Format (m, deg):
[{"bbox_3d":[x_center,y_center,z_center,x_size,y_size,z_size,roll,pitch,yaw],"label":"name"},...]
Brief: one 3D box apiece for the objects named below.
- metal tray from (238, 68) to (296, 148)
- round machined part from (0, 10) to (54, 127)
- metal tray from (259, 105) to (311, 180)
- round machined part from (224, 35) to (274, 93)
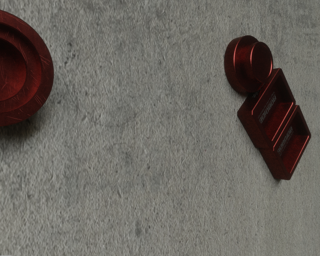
[{"bbox_3d":[0.201,-0.037,0.573,0.130,0.030,0.090,-51,120,-28],"label":"metal tray"},{"bbox_3d":[-0.149,-0.050,0.270,0.099,0.042,0.097,0,90,-40],"label":"round machined part"},{"bbox_3d":[0.252,0.027,0.616,0.130,0.030,0.090,-50,120,-29],"label":"metal tray"},{"bbox_3d":[0.157,-0.109,0.528,0.099,0.042,0.097,0,90,-40],"label":"round machined part"}]
